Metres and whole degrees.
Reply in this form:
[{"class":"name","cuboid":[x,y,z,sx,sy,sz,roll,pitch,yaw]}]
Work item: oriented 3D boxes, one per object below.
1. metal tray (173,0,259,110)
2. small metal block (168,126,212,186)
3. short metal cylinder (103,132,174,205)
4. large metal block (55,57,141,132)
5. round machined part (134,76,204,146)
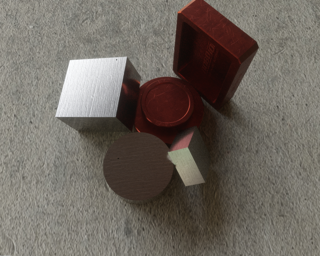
[{"class":"metal tray","cuboid":[0.060,-0.084,0.384,0.030,0.130,0.090,-43,76,-14]},{"class":"small metal block","cuboid":[0.037,0.033,0.373,0.025,0.050,0.050,-17,112,26]},{"class":"short metal cylinder","cuboid":[-0.025,0.051,0.378,0.081,0.050,0.080,0,70,0]},{"class":"large metal block","cuboid":[-0.076,-0.041,0.397,0.080,0.050,0.080,1,69,18]},{"class":"round machined part","cuboid":[0.009,-0.026,0.411,0.099,0.042,0.098,0,70,-1]}]
